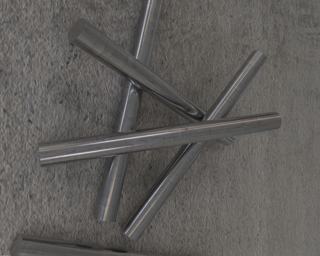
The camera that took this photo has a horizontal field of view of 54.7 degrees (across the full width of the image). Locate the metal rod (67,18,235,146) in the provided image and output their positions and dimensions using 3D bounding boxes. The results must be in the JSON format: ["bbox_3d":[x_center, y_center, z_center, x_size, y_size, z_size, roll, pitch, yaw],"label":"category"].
[{"bbox_3d":[0.016,-0.037,0.391,0.301,0.025,0.025,30,71,-44],"label":"metal rod"}]

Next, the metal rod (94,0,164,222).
[{"bbox_3d":[-0.033,-0.041,0.376,0.025,0.025,0.299,19,78,-39],"label":"metal rod"}]

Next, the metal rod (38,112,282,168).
[{"bbox_3d":[0.019,0.009,0.365,0.303,0.025,0.025,-8,95,-23],"label":"metal rod"}]

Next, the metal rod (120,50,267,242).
[{"bbox_3d":[0.052,0.014,0.408,0.025,0.025,0.300,46,75,-31],"label":"metal rod"}]

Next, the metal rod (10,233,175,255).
[{"bbox_3d":[-0.027,0.165,0.382,0.301,0.025,0.025,26,74,-37],"label":"metal rod"}]
